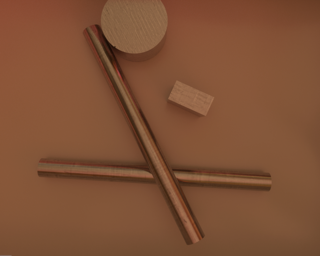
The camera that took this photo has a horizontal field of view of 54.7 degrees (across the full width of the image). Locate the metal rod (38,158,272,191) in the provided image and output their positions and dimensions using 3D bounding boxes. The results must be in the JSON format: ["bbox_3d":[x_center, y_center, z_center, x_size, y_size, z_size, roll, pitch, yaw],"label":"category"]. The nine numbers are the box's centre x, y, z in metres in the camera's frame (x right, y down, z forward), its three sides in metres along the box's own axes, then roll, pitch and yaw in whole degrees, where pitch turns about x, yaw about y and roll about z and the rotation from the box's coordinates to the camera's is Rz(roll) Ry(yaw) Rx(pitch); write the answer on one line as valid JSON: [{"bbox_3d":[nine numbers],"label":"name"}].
[{"bbox_3d":[-0.006,0.062,0.411,0.302,0.025,0.025,4,90,-1],"label":"metal rod"}]

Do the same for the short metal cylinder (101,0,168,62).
[{"bbox_3d":[-0.031,-0.130,0.398,0.081,0.050,0.079,0,90,-1],"label":"short metal cylinder"}]

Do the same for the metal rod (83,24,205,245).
[{"bbox_3d":[-0.024,0.003,0.393,0.025,0.025,0.299,-27,83,0],"label":"metal rod"}]

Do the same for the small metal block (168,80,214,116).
[{"bbox_3d":[0.038,-0.036,0.399,0.050,0.050,0.025,24,90,-1],"label":"small metal block"}]
